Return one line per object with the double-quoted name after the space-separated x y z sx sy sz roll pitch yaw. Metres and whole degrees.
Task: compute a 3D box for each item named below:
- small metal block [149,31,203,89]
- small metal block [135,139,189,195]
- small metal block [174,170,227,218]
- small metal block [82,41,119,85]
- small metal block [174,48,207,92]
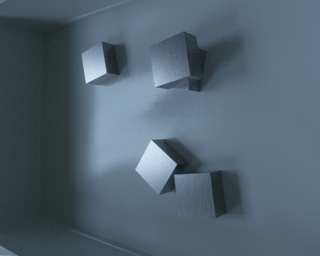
0.018 -0.076 0.358 0.050 0.025 0.050 -13 82 38 "small metal block"
0.002 0.050 0.404 0.050 0.025 0.050 42 115 31 "small metal block"
0.047 0.078 0.366 0.050 0.025 0.050 -10 83 39 "small metal block"
-0.093 -0.099 0.481 0.050 0.025 0.050 -17 80 38 "small metal block"
0.026 -0.074 0.384 0.050 0.025 0.050 15 100 38 "small metal block"
